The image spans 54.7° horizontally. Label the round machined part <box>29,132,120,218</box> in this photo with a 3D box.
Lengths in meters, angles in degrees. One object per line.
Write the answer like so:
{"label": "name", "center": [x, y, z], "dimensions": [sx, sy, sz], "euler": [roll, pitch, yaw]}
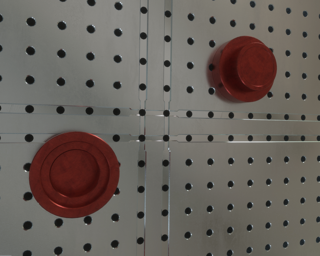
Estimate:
{"label": "round machined part", "center": [-0.101, 0.053, 0.367], "dimensions": [0.099, 0.042, 0.097], "euler": [0, 90, -21]}

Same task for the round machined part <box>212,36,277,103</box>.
{"label": "round machined part", "center": [0.130, -0.087, 0.453], "dimensions": [0.099, 0.042, 0.097], "euler": [0, 90, -21]}
